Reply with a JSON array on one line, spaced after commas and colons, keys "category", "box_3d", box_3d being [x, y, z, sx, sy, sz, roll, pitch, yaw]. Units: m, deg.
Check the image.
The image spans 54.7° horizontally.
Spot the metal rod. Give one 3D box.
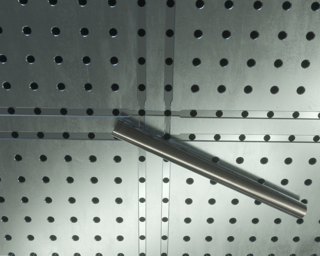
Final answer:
[{"category": "metal rod", "box_3d": [0.075, 0.061, 0.437, 0.301, 0.025, 0.025, 25, 108, -10]}]
